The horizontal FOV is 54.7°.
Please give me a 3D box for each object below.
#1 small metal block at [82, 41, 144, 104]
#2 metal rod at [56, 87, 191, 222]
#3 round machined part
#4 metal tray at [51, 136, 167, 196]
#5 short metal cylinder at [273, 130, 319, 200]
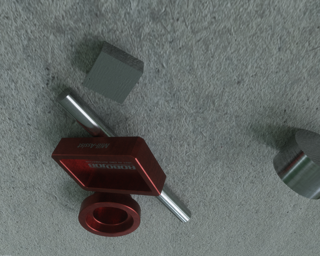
[{"bbox_3d":[-0.053,-0.062,0.354,0.050,0.025,0.050,26,125,-21],"label":"small metal block"},{"bbox_3d":[-0.036,0.056,0.454,0.025,0.025,0.300,-26,126,20],"label":"metal rod"},{"bbox_3d":[-0.081,0.135,0.510,0.099,0.042,0.097,-1,130,0],"label":"round machined part"},{"bbox_3d":[-0.068,0.052,0.416,0.130,0.030,0.090,-2,138,26],"label":"metal tray"},{"bbox_3d":[0.202,0.048,0.415,0.081,0.080,0.050,16,128,-14],"label":"short metal cylinder"}]
